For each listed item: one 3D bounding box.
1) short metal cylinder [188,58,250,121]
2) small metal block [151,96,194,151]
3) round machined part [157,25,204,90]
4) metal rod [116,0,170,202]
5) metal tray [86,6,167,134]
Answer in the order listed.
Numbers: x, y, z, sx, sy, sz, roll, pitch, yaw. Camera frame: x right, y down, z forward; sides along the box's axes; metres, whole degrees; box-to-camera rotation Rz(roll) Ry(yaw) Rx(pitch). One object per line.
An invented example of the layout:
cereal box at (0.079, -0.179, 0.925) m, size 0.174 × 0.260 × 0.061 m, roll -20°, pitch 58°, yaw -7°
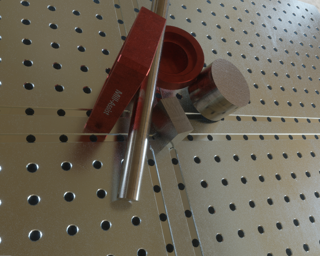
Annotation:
short metal cylinder at (0.089, -0.057, 0.468) m, size 0.081 × 0.050 × 0.080 m, roll 20°, pitch 55°, yaw -31°
small metal block at (0.011, -0.005, 0.403) m, size 0.025 × 0.050 × 0.050 m, roll -14°, pitch 70°, yaw -34°
round machined part at (0.012, -0.099, 0.456) m, size 0.099 × 0.042 × 0.098 m, roll 5°, pitch 67°, yaw -13°
metal rod at (-0.016, -0.059, 0.396) m, size 0.025 × 0.025 × 0.299 m, roll 16°, pitch 68°, yaw -20°
metal tray at (-0.041, -0.062, 0.357) m, size 0.030 × 0.129 × 0.090 m, roll 25°, pitch 53°, yaw -14°
